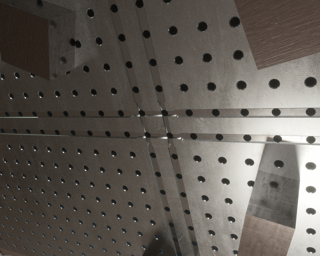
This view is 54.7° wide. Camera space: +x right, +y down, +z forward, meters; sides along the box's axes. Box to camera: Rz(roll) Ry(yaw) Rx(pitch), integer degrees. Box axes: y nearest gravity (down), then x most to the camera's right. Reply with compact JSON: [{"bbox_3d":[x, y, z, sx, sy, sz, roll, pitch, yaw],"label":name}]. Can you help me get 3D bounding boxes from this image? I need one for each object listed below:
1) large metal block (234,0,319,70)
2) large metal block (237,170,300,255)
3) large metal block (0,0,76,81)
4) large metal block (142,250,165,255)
[{"bbox_3d":[0.116,-0.106,0.268,0.080,0.050,0.080,-13,112,33],"label":"large metal block"},{"bbox_3d":[0.131,0.112,0.375,0.050,0.080,0.079,13,124,20],"label":"large metal block"},{"bbox_3d":[-0.160,-0.119,0.404,0.080,0.050,0.079,23,127,14],"label":"large metal block"},{"bbox_3d":[-0.008,0.282,0.552,0.050,0.080,0.080,-34,100,38],"label":"large metal block"}]
